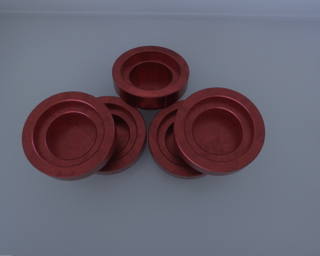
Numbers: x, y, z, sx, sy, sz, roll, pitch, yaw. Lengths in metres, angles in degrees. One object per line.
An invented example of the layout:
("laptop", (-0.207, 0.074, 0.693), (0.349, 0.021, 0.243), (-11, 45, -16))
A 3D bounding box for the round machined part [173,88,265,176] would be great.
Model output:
("round machined part", (0.064, 0.007, 0.353), (0.099, 0.042, 0.098), (0, 70, 0))

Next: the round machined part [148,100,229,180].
("round machined part", (0.035, 0.017, 0.393), (0.099, 0.042, 0.098), (0, 70, 0))

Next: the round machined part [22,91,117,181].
("round machined part", (-0.098, 0.011, 0.350), (0.099, 0.042, 0.098), (0, 70, 0))

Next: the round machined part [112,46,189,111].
("round machined part", (-0.012, -0.062, 0.411), (0.099, 0.042, 0.098), (1, 52, -1))

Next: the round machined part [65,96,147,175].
("round machined part", (-0.066, 0.012, 0.394), (0.099, 0.042, 0.098), (0, 70, 0))
